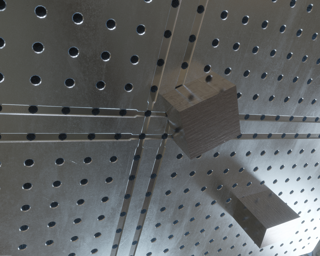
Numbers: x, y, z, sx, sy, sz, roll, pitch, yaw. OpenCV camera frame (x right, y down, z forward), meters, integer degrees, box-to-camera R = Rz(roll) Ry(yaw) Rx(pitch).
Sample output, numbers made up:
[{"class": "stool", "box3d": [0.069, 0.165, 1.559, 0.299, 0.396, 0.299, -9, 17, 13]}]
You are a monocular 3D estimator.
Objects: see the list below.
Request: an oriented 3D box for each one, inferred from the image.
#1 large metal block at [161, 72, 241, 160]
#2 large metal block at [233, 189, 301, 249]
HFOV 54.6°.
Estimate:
[{"class": "large metal block", "box3d": [0.057, -0.017, 0.415, 0.080, 0.050, 0.080, -26, 128, -13]}, {"class": "large metal block", "box3d": [0.200, 0.169, 0.588, 0.081, 0.080, 0.050, -9, 122, -24]}]
